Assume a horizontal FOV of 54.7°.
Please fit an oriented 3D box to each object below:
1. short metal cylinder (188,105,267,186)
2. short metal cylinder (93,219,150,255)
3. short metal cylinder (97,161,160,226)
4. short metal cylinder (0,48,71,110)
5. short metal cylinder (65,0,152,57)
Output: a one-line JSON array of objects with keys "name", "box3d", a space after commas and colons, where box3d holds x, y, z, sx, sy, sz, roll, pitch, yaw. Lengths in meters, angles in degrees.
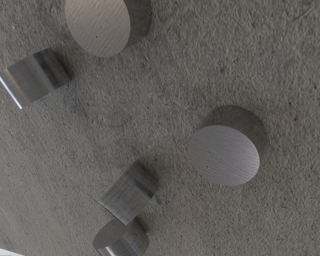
[{"name": "short metal cylinder", "box3d": [0.079, 0.020, 0.361, 0.080, 0.050, 0.079, 13, 124, 21]}, {"name": "short metal cylinder", "box3d": [-0.065, 0.192, 0.524, 0.080, 0.080, 0.050, -22, 107, 36]}, {"name": "short metal cylinder", "box3d": [-0.045, 0.095, 0.454, 0.050, 0.080, 0.080, 42, 129, -1]}, {"name": "short metal cylinder", "box3d": [-0.169, -0.066, 0.420, 0.080, 0.080, 0.050, -19, 109, 35]}, {"name": "short metal cylinder", "box3d": [-0.056, -0.125, 0.343, 0.080, 0.050, 0.079, 13, 124, 21]}]
